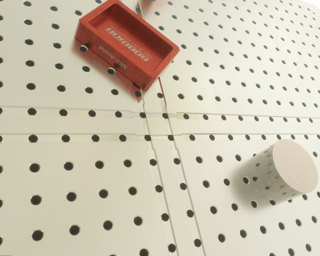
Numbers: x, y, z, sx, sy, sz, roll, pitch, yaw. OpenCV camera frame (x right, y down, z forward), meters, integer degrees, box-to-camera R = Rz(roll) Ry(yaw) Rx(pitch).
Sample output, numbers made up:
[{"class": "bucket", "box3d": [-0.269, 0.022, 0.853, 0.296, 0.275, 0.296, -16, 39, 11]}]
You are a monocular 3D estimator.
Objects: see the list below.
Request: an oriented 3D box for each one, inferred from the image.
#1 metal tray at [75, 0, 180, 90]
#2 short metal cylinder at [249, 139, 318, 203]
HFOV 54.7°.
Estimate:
[{"class": "metal tray", "box3d": [-0.045, -0.126, 0.457, 0.130, 0.030, 0.090, 37, 51, -3]}, {"class": "short metal cylinder", "box3d": [0.178, 0.063, 0.450, 0.081, 0.050, 0.080, 14, 56, -21]}]
